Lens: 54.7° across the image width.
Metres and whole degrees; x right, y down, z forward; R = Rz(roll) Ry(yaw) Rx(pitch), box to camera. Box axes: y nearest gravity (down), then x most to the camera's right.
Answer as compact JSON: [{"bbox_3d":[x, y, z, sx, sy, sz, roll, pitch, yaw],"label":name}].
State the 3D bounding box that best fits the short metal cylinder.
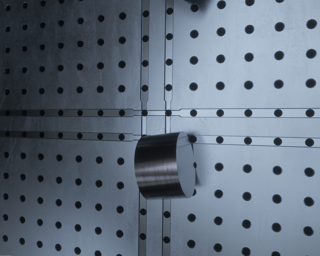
[{"bbox_3d":[0.009,0.047,0.380,0.050,0.080,0.080,-8,87,19],"label":"short metal cylinder"}]
